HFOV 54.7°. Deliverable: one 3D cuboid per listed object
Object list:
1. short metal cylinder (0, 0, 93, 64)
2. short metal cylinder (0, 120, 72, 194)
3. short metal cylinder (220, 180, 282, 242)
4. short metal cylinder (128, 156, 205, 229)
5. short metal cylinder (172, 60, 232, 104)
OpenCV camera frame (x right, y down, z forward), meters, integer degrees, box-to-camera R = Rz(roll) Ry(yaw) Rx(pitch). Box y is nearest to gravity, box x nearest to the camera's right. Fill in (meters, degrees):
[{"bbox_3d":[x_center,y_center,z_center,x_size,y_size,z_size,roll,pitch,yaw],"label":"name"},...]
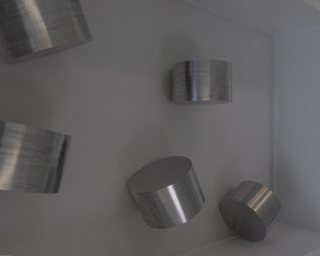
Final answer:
[{"bbox_3d":[-0.108,-0.093,0.280,0.081,0.080,0.050,-28,108,-37],"label":"short metal cylinder"},{"bbox_3d":[-0.123,0.024,0.268,0.081,0.080,0.050,16,80,-39],"label":"short metal cylinder"},{"bbox_3d":[0.143,0.131,0.491,0.050,0.080,0.080,-35,112,-35],"label":"short metal cylinder"},{"bbox_3d":[0.008,0.076,0.378,0.081,0.080,0.050,-33,111,-35],"label":"short metal cylinder"},{"bbox_3d":[0.056,-0.059,0.418,0.081,0.080,0.050,0,91,-40],"label":"short metal cylinder"}]
